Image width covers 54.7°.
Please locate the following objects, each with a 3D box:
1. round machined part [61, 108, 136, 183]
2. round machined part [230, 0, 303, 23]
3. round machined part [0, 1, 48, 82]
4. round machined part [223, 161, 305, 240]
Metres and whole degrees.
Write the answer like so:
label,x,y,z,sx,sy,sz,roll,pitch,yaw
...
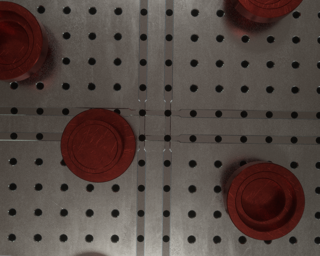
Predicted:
label,x,y,z,sx,sy,sz,roll,pitch,yaw
round machined part,-0.081,0.023,0.404,0.099,0.042,0.097,0,90,-1
round machined part,0.137,-0.186,0.407,0.099,0.042,0.097,0,90,-1
round machined part,-0.194,-0.108,0.402,0.099,0.042,0.097,0,90,-1
round machined part,0.132,0.092,0.407,0.099,0.042,0.097,0,90,-1
